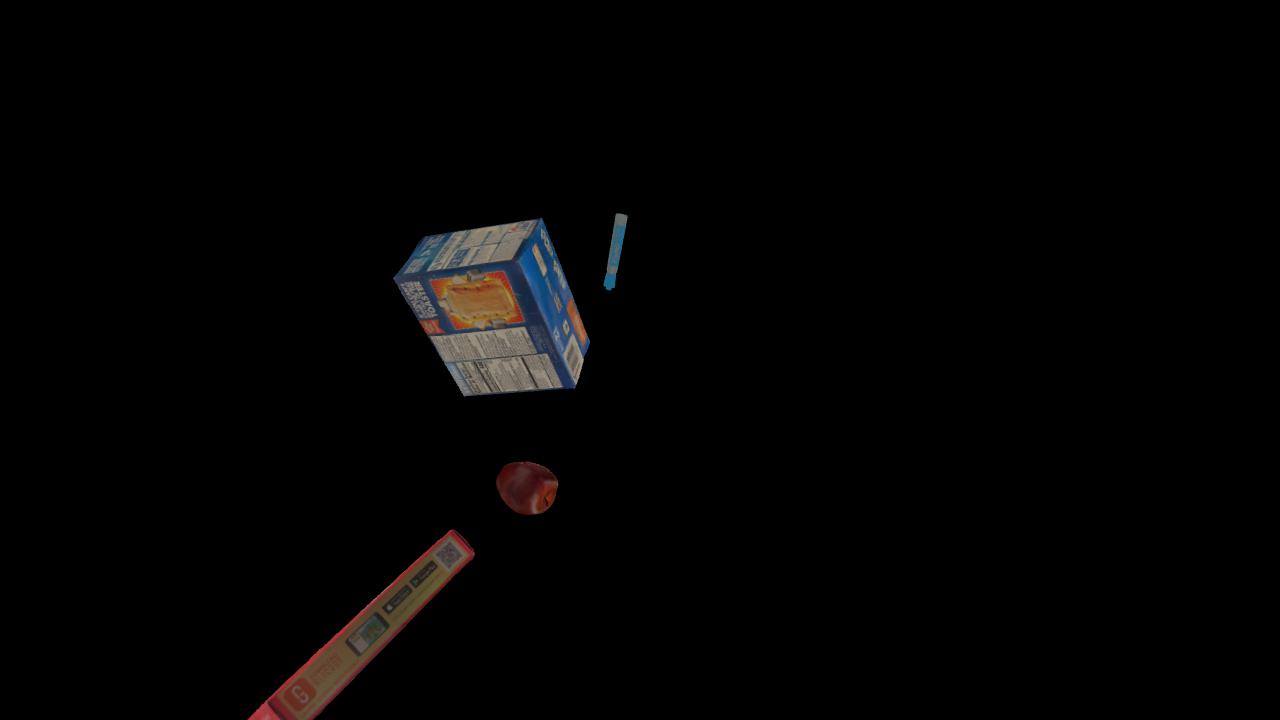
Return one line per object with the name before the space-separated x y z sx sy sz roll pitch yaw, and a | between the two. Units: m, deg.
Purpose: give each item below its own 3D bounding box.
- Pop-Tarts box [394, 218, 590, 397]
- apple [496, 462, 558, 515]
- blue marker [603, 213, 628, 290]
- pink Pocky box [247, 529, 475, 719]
Pop-Tarts box | -0.149 -0.051 0.659 0.141 0.167 0.083 -5 40 16
apple | -0.165 0.187 0.896 0.093 0.079 0.079 24 12 29
blue marker | -0.039 -0.167 0.960 0.020 0.121 0.020 10 24 -5
pink Pocky box | -0.189 0.189 0.428 0.084 0.029 0.155 -43 0 39
